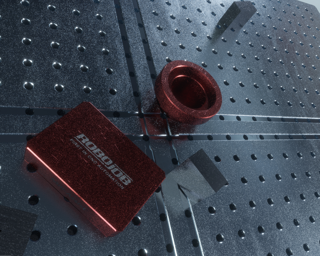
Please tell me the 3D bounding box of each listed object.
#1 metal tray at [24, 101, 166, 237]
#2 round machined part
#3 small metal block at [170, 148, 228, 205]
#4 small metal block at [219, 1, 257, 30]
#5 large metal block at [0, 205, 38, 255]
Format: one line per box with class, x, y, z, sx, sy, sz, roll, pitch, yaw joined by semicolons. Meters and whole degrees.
metal tray;-0.069;0.042;0.343;0.130;0.030;0.090;43;51;1
round machined part;0.037;-0.047;0.447;0.099;0.042;0.098;14;56;-21
small metal block;0.046;0.061;0.382;0.025;0.050;0.050;-30;79;-38
small metal block;0.155;-0.223;0.614;0.050;0.050;0.025;-18;71;-35
large metal block;-0.155;0.103;0.246;0.080;0.050;0.080;21;54;-16
